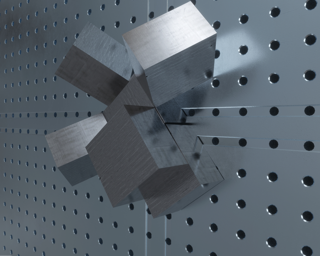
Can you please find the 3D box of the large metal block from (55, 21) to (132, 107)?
[{"bbox_3d":[-0.084,-0.088,0.424,0.050,0.080,0.080,-45,24,31],"label":"large metal block"}]

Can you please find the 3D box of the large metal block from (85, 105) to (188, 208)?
[{"bbox_3d":[-0.029,0.031,0.351,0.080,0.050,0.080,-44,64,30],"label":"large metal block"}]

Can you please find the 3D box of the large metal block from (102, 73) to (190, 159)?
[{"bbox_3d":[-0.021,-0.014,0.411,0.080,0.050,0.080,-46,63,30],"label":"large metal block"}]

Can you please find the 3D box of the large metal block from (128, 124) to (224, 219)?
[{"bbox_3d":[0.016,0.052,0.380,0.080,0.050,0.080,-43,63,30],"label":"large metal block"}]

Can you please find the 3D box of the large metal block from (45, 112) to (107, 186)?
[{"bbox_3d":[-0.105,0.032,0.442,0.050,0.080,0.080,60,165,24],"label":"large metal block"}]

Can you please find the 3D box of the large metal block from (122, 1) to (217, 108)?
[{"bbox_3d":[0.013,-0.078,0.343,0.080,0.080,0.050,-28,66,-6],"label":"large metal block"}]
